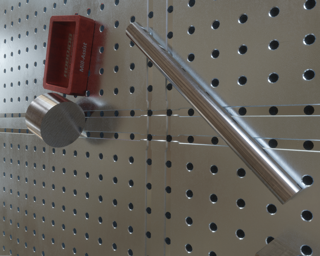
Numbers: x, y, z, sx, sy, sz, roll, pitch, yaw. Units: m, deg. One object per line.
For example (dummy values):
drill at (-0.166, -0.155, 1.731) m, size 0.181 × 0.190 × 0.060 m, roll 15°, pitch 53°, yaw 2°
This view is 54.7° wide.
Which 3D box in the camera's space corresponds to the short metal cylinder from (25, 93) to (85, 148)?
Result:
short metal cylinder at (-0.174, -0.014, 0.517) m, size 0.050 × 0.081 × 0.079 m, roll 26°, pitch 107°, yaw 37°

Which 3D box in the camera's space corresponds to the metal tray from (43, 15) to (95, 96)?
metal tray at (-0.161, -0.126, 0.538) m, size 0.090 × 0.030 × 0.129 m, roll 16°, pitch 100°, yaw 39°

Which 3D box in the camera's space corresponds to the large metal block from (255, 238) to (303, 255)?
large metal block at (0.122, 0.168, 0.292) m, size 0.080 × 0.050 × 0.079 m, roll 28°, pitch 108°, yaw 36°

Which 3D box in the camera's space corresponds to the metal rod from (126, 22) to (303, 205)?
metal rod at (0.046, -0.036, 0.371) m, size 0.300 × 0.025 × 0.025 m, roll 51°, pitch 120°, yaw 27°
